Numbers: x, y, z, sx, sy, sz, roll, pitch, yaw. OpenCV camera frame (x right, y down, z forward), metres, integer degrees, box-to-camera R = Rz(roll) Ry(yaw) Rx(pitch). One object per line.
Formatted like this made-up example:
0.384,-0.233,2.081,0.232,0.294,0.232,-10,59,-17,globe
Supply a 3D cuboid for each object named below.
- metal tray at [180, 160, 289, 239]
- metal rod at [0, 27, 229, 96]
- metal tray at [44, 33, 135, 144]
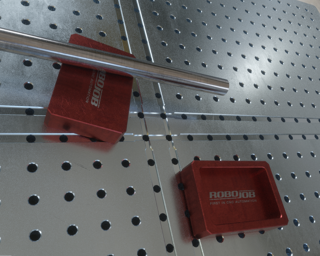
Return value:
0.098,0.090,0.404,0.131,0.030,0.090,4,60,-27,metal tray
-0.041,-0.078,0.395,0.302,0.025,0.025,8,58,-25,metal rod
-0.083,-0.052,0.393,0.091,0.030,0.130,17,55,-19,metal tray
